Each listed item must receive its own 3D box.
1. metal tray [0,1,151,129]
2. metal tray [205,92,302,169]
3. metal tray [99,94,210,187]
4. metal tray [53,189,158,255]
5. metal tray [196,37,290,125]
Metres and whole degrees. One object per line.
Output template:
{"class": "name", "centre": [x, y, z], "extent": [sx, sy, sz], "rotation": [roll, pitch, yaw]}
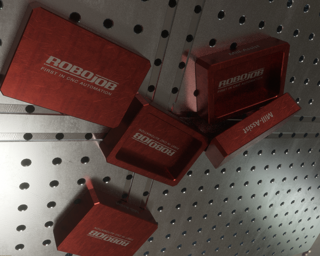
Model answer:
{"class": "metal tray", "centre": [-0.085, -0.059, 0.326], "extent": [0.131, 0.030, 0.090], "rotation": [19, 108, -36]}
{"class": "metal tray", "centre": [0.133, 0.007, 0.457], "extent": [0.131, 0.030, 0.090], "rotation": [-31, 164, -9]}
{"class": "metal tray", "centre": [-0.003, 0.022, 0.421], "extent": [0.131, 0.030, 0.090], "rotation": [28, 103, -38]}
{"class": "metal tray", "centre": [-0.077, 0.152, 0.461], "extent": [0.090, 0.030, 0.130], "rotation": [-49, 129, 6]}
{"class": "metal tray", "centre": [0.115, -0.066, 0.432], "extent": [0.131, 0.030, 0.089], "rotation": [-19, 126, -18]}
